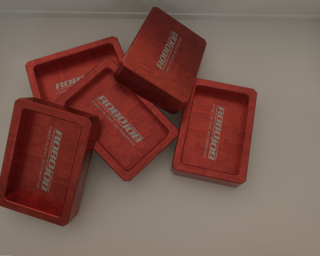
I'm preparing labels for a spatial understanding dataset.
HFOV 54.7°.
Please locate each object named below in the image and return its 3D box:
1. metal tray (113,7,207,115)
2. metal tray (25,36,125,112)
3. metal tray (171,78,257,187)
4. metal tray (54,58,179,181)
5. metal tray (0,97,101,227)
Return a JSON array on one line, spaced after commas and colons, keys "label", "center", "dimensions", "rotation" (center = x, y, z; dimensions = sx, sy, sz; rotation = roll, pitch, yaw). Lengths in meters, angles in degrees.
[{"label": "metal tray", "center": [0.006, -0.091, 0.402], "dimensions": [0.090, 0.030, 0.130], "rotation": [31, 51, -13]}, {"label": "metal tray", "center": [-0.107, -0.066, 0.428], "dimensions": [0.131, 0.030, 0.090], "rotation": [-19, 71, -8]}, {"label": "metal tray", "center": [0.071, 0.004, 0.405], "dimensions": [0.090, 0.030, 0.130], "rotation": [12, 70, 4]}, {"label": "metal tray", "center": [-0.052, -0.010, 0.385], "dimensions": [0.090, 0.030, 0.130], "rotation": [-43, 91, -8]}, {"label": "metal tray", "center": [-0.130, 0.038, 0.359], "dimensions": [0.090, 0.030, 0.129], "rotation": [16, 99, 5]}]
